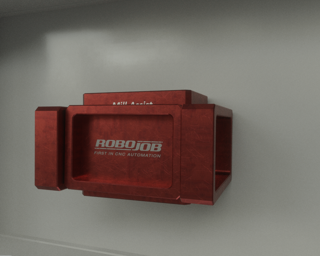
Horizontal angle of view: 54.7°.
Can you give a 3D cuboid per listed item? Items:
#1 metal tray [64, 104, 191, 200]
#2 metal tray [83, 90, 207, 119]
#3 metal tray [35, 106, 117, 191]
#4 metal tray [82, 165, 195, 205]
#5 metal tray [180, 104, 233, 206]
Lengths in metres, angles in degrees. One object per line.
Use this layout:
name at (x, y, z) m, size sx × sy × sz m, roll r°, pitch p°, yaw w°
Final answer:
metal tray at (-0.035, 0.021, 0.323) m, size 0.130 × 0.030 × 0.089 m, roll 1°, pitch 90°, yaw 19°
metal tray at (-0.015, -0.026, 0.378) m, size 0.130 × 0.090 × 0.030 m, roll 0°, pitch 91°, yaw 20°
metal tray at (-0.098, 0.021, 0.388) m, size 0.030 × 0.130 × 0.089 m, roll 1°, pitch 91°, yaw 20°
metal tray at (-0.016, 0.064, 0.378) m, size 0.130 × 0.090 × 0.030 m, roll 0°, pitch 90°, yaw 20°
metal tray at (0.054, 0.022, 0.333) m, size 0.030 × 0.130 × 0.089 m, roll 1°, pitch 91°, yaw 20°
